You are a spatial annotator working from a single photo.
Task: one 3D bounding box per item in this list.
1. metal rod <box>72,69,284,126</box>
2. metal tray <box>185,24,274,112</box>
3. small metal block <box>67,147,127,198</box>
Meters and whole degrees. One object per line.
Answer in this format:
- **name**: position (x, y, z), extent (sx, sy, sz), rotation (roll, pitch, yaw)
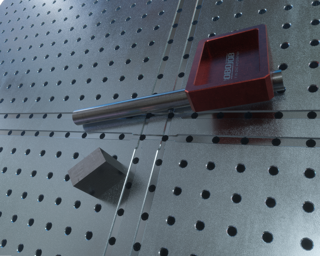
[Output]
- **metal rod**: position (0.008, -0.037, 0.424), extent (0.301, 0.025, 0.025), rotation (-8, 58, 23)
- **metal tray**: position (0.087, -0.076, 0.377), extent (0.090, 0.030, 0.130), rotation (-8, 38, 23)
- **small metal block**: position (-0.079, 0.058, 0.397), extent (0.050, 0.050, 0.025), rotation (-37, 51, 3)
